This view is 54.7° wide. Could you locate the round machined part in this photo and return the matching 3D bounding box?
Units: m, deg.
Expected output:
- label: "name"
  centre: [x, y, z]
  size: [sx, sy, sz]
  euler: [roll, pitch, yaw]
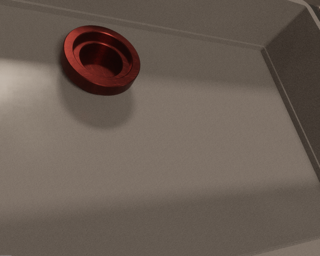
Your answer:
- label: "round machined part"
  centre: [-0.079, -0.082, 0.404]
  size: [0.099, 0.042, 0.098]
  euler: [14, 56, -21]
